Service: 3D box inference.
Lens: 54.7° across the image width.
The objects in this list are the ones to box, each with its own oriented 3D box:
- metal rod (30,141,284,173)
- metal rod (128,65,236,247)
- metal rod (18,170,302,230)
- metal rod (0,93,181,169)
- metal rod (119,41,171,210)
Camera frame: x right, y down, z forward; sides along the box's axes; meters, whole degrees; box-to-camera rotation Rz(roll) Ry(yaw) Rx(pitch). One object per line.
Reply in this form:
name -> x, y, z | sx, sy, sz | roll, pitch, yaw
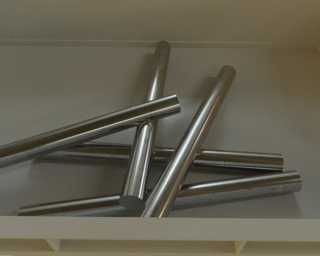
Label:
metal rod -> -0.008, 0.034, 0.375 | 0.302, 0.025, 0.025 | 4, 50, 2
metal rod -> 0.044, 0.006, 0.373 | 0.025, 0.025, 0.301 | 19, 45, 15
metal rod -> 0.006, 0.077, 0.338 | 0.302, 0.025, 0.025 | -6, 51, -6
metal rod -> -0.122, 0.015, 0.356 | 0.302, 0.025, 0.025 | -18, 52, -8
metal rod -> -0.011, -0.031, 0.406 | 0.025, 0.025, 0.300 | 5, 44, 4
